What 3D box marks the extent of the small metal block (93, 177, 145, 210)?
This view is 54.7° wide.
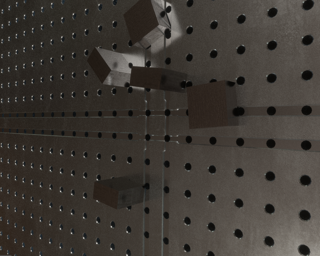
[{"bbox_3d":[-0.058,0.091,0.439,0.050,0.050,0.025,11,97,39],"label":"small metal block"}]

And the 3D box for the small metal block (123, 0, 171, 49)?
[{"bbox_3d":[-0.018,-0.145,0.422,0.050,0.025,0.050,-27,73,36],"label":"small metal block"}]

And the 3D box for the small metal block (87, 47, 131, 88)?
[{"bbox_3d":[-0.069,-0.087,0.448,0.025,0.050,0.050,-50,61,28],"label":"small metal block"}]

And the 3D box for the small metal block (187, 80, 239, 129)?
[{"bbox_3d":[0.060,-0.025,0.358,0.050,0.025,0.050,-6,87,39],"label":"small metal block"}]

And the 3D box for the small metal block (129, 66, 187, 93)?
[{"bbox_3d":[-0.002,-0.061,0.393,0.050,0.050,0.025,13,98,39],"label":"small metal block"}]
